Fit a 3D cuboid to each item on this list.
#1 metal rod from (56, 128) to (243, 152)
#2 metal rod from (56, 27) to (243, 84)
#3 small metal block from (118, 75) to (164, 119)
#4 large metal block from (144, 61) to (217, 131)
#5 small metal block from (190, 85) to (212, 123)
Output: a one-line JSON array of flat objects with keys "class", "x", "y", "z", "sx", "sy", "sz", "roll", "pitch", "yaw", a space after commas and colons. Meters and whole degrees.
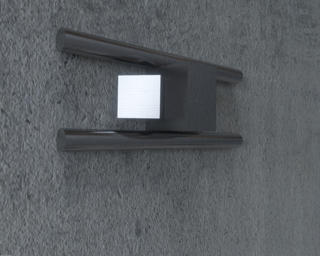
[{"class": "metal rod", "x": 0.012, "y": 0.017, "z": 0.419, "sx": 0.302, "sy": 0.025, "sz": 0.025, "roll": 2, "pitch": 89, "yaw": -40}, {"class": "metal rod", "x": 0.012, "y": -0.089, "z": 0.418, "sx": 0.302, "sy": 0.025, "sz": 0.025, "roll": 2, "pitch": 89, "yaw": -40}, {"class": "small metal block", "x": -0.022, "y": -0.036, "z": 0.371, "sx": 0.025, "sy": 0.050, "sz": 0.050, "roll": 3, "pitch": 89, "yaw": -80}, {"class": "large metal block", "x": 0.024, "y": -0.036, "z": 0.396, "sx": 0.050, "sy": 0.080, "sz": 0.079, "roll": 1, "pitch": 90, "yaw": -40}, {"class": "small metal block", "x": 0.057, "y": -0.033, "z": 0.438, "sx": 0.025, "sy": 0.050, "sz": 0.050, "roll": 0, "pitch": 89, "yaw": 2}]
